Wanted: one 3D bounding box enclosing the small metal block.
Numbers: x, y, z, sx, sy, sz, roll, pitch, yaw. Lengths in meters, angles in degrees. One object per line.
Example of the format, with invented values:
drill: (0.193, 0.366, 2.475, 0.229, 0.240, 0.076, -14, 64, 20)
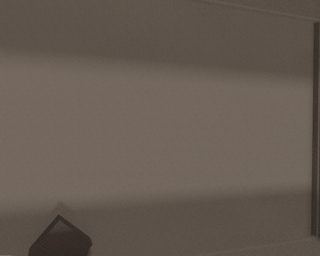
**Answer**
small metal block: (-0.118, 0.141, 0.368, 0.050, 0.025, 0.050, 43, 76, -15)
